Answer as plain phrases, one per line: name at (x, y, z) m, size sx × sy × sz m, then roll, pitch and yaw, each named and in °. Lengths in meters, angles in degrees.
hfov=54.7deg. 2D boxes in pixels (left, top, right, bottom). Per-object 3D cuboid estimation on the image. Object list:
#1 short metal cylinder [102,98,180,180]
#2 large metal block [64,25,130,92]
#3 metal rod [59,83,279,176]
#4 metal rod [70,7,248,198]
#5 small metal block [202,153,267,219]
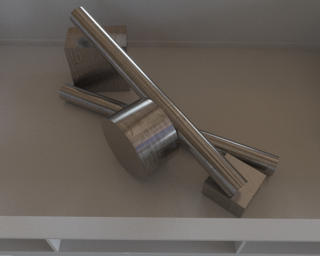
short metal cylinder at (-0.023, 0.012, 0.356) m, size 0.050 × 0.080 × 0.080 m, roll -33°, pitch 58°, yaw -25°
large metal block at (-0.086, -0.099, 0.450) m, size 0.081 × 0.080 × 0.050 m, roll -3°, pitch 50°, yaw -3°
metal rod at (0.000, -0.004, 0.406) m, size 0.301 × 0.025 × 0.025 m, roll 20°, pitch 53°, yaw 15°
metal rod at (-0.014, -0.043, 0.364) m, size 0.025 × 0.025 × 0.300 m, roll -33°, pitch 70°, yaw -25°
small metal block at (0.083, 0.064, 0.351) m, size 0.050 × 0.025 × 0.050 m, roll 31°, pitch 56°, yaw 23°
